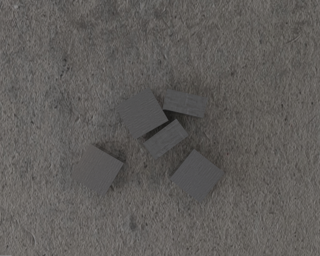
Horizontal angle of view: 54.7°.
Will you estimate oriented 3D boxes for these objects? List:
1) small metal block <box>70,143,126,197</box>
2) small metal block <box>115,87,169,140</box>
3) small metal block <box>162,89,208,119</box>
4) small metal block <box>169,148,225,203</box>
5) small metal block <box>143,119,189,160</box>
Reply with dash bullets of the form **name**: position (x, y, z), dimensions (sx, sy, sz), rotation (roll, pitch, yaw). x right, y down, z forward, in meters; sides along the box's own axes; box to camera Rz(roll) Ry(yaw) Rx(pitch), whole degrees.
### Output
- **small metal block**: position (-0.081, 0.054, 0.409), dimensions (0.050, 0.025, 0.050), rotation (30, 90, 0)
- **small metal block**: position (-0.023, -0.019, 0.410), dimensions (0.050, 0.025, 0.050), rotation (-30, 90, 0)
- **small metal block**: position (0.030, -0.030, 0.398), dimensions (0.050, 0.050, 0.025), rotation (13, 90, 0)
- **small metal block**: position (0.048, 0.061, 0.410), dimensions (0.050, 0.025, 0.050), rotation (38, 90, 0)
- **small metal block**: position (0.007, 0.013, 0.397), dimensions (0.050, 0.050, 0.025), rotation (-37, 90, 0)
